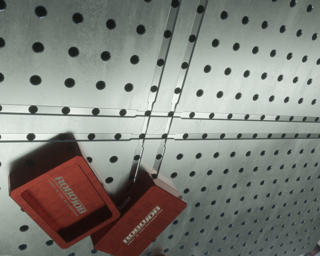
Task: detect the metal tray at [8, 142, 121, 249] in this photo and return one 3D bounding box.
[{"bbox_3d":[-0.117,0.091,0.399,0.090,0.030,0.130,-29,128,-10],"label":"metal tray"}]

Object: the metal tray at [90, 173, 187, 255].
[{"bbox_3d":[-0.032,0.139,0.476,0.130,0.030,0.090,-47,129,4],"label":"metal tray"}]
